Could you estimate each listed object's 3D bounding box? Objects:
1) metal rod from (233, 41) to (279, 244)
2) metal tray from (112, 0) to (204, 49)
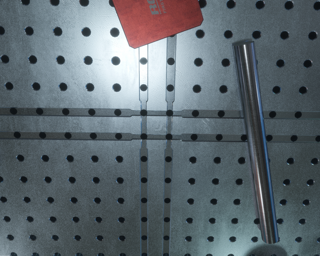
[{"bbox_3d":[0.136,0.033,0.426,0.025,0.025,0.298,-13,110,4],"label":"metal rod"},{"bbox_3d":[-0.013,-0.167,0.349,0.090,0.030,0.129,-18,109,6],"label":"metal tray"}]
